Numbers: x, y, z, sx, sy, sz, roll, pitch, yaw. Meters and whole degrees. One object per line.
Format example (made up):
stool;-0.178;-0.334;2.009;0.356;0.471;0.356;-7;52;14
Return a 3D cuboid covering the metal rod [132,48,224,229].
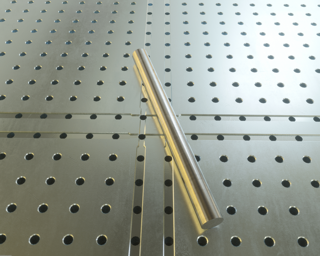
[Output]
metal rod;0.011;-0.010;0.415;0.025;0.025;0.299;-13;51;-11
